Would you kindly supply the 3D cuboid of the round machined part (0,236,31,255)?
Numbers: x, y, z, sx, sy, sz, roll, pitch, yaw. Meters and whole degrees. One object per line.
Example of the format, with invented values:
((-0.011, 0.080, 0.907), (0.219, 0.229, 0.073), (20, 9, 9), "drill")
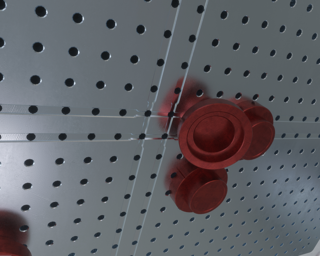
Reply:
((-0.215, 0.177, 0.392), (0.099, 0.042, 0.097), (-14, 124, -21), "round machined part")

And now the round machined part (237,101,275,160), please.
((0.138, 0.011, 0.481), (0.099, 0.042, 0.097), (-14, 124, -21), "round machined part")

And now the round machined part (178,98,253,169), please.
((0.073, 0.005, 0.427), (0.099, 0.042, 0.097), (-1, 114, -2), "round machined part")

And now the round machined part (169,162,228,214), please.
((0.068, 0.099, 0.498), (0.099, 0.042, 0.097), (-14, 124, -21), "round machined part")
